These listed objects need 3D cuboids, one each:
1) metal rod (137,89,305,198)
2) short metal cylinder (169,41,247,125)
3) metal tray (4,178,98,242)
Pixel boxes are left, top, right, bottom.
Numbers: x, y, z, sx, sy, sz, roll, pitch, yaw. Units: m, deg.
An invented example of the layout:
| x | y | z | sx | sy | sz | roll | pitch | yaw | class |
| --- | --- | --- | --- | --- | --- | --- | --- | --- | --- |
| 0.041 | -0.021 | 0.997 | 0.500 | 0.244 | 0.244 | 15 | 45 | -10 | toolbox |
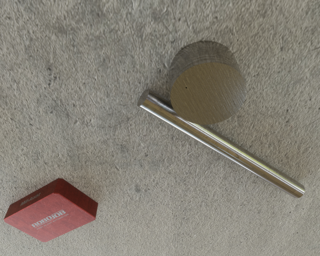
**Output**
| x | y | z | sx | sy | sz | roll | pitch | yaw | class |
| --- | --- | --- | --- | --- | --- | --- | --- | --- | --- |
| 0.100 | 0.032 | 0.435 | 0.301 | 0.025 | 0.025 | 30 | 124 | -23 | metal rod |
| 0.051 | -0.050 | 0.348 | 0.081 | 0.050 | 0.079 | 0 | 130 | 0 | short metal cylinder |
| -0.183 | 0.143 | 0.523 | 0.130 | 0.030 | 0.090 | -29 | 125 | 22 | metal tray |
